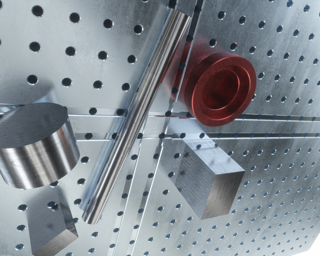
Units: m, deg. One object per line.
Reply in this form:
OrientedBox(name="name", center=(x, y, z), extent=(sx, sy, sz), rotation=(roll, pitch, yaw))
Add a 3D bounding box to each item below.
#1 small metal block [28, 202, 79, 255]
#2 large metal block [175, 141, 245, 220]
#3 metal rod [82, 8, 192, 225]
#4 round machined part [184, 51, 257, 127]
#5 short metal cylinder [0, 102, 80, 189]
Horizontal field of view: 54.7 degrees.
OrientedBox(name="small metal block", center=(-0.140, 0.134, 0.403), extent=(0.050, 0.050, 0.025), rotation=(-36, 130, -5))
OrientedBox(name="large metal block", center=(0.071, 0.076, 0.463), extent=(0.050, 0.080, 0.079), rotation=(-2, 120, -28))
OrientedBox(name="metal rod", center=(-0.037, 0.000, 0.391), extent=(0.025, 0.025, 0.298), rotation=(13, 112, -34))
OrientedBox(name="round machined part", center=(0.075, -0.054, 0.410), extent=(0.099, 0.042, 0.097), rotation=(-14, 125, -21))
OrientedBox(name="short metal cylinder", center=(-0.128, 0.015, 0.316), extent=(0.081, 0.080, 0.050), rotation=(-19, 126, -18))
